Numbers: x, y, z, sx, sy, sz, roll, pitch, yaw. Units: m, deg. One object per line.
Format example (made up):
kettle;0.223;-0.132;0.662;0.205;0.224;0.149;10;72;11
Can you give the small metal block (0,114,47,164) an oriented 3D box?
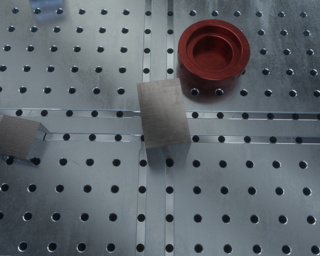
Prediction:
small metal block;-0.185;0.014;0.405;0.050;0.025;0.050;12;70;4

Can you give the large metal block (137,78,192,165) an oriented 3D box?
large metal block;0.004;-0.005;0.384;0.050;0.080;0.080;-8;70;-3

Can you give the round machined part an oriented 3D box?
round machined part;0.074;-0.101;0.440;0.099;0.042;0.098;0;70;0
